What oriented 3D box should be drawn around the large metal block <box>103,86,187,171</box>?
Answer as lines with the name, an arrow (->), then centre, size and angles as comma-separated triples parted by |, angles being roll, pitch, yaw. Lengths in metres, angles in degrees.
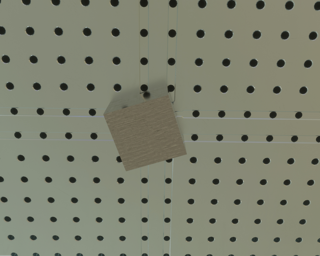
large metal block -> -0.017, 0.000, 0.400 | 0.080, 0.050, 0.080 | -16, 109, 6
